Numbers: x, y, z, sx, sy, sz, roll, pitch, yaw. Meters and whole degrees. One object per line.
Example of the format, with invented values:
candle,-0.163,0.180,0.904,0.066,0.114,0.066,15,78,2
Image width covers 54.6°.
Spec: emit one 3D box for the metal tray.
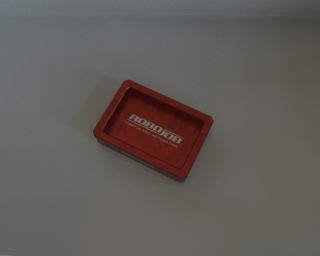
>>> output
metal tray,-0.008,0.003,0.406,0.130,0.030,0.090,25,72,9
